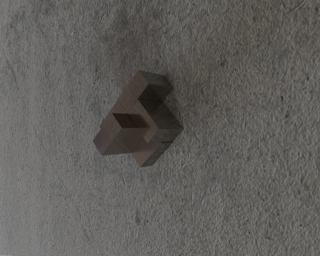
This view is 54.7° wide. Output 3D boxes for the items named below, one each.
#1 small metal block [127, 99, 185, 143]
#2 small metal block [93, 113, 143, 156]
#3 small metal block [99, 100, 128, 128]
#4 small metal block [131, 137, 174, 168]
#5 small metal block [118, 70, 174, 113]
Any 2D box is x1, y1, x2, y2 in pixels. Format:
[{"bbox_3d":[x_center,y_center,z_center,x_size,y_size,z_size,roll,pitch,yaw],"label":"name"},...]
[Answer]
[{"bbox_3d":[-0.005,-0.009,0.392,0.025,0.050,0.050,-50,61,28],"label":"small metal block"},{"bbox_3d":[-0.049,0.008,0.396,0.050,0.050,0.025,-51,60,28],"label":"small metal block"},{"bbox_3d":[-0.046,-0.010,0.425,0.050,0.050,0.025,-51,60,28],"label":"small metal block"},{"bbox_3d":[-0.017,0.017,0.419,0.050,0.025,0.050,-50,61,28],"label":"small metal block"},{"bbox_3d":[-0.018,-0.045,0.403,0.050,0.050,0.025,-51,60,28],"label":"small metal block"}]
